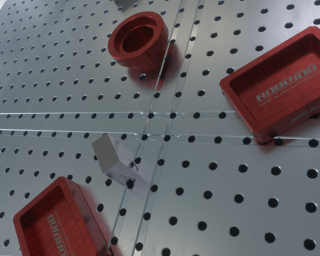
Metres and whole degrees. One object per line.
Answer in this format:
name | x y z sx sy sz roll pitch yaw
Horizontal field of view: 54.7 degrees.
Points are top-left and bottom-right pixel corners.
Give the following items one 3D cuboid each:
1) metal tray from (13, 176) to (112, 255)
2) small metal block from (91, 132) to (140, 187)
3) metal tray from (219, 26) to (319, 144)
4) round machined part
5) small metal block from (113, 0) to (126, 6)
metal tray | -0.127 0.136 0.388 0.090 0.030 0.130 -41 51 0
small metal block | -0.057 0.041 0.397 0.025 0.050 0.050 -36 51 5
metal tray | 0.147 -0.052 0.359 0.130 0.030 0.090 -31 52 8
round machined part | -0.031 -0.136 0.497 0.098 0.042 0.098 -13 56 21
small metal block | -0.080 -0.281 0.623 0.050 0.025 0.050 -35 51 5
